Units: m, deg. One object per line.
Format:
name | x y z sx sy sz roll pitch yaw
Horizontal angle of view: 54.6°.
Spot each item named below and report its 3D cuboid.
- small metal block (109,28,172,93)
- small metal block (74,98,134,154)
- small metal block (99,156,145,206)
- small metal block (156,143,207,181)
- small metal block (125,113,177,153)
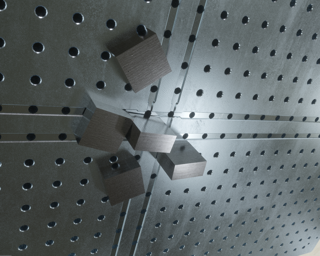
small metal block | -0.021 -0.076 0.352 0.050 0.025 0.050 -33 129 -7
small metal block | -0.068 -0.001 0.373 0.050 0.025 0.050 19 109 -35
small metal block | -0.051 0.073 0.428 0.050 0.025 0.050 -19 126 -18
small metal block | 0.030 0.046 0.439 0.050 0.050 0.025 -3 120 -27
small metal block | -0.015 0.006 0.390 0.050 0.050 0.025 7 115 -32
